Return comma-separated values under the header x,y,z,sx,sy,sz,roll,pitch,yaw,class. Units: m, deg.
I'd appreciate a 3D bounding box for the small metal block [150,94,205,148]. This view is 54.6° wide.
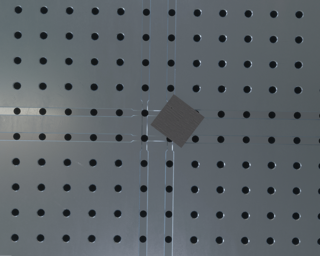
x,y,z,sx,sy,sz,roll,pitch,yaw,class
0.023,-0.009,0.414,0.050,0.025,0.050,37,90,0,small metal block
